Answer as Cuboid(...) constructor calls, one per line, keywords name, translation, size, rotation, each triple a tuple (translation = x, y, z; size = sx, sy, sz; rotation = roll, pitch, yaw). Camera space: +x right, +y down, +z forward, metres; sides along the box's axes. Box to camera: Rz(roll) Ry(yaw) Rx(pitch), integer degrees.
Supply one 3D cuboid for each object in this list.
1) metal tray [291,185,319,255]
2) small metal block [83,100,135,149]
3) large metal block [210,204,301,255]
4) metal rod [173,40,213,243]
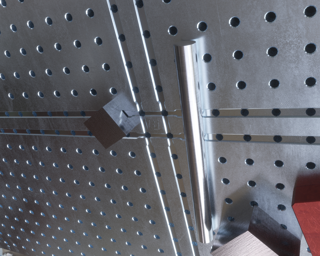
Cuboid(name="metal tray", translation=(0.223, 0.126, 0.368), size=(0.090, 0.030, 0.130), rotation=(-16, 111, 34))
Cuboid(name="small metal block", translation=(-0.073, -0.004, 0.445), size=(0.050, 0.025, 0.050), rotation=(-33, 101, 38))
Cuboid(name="large metal block", translation=(0.131, 0.165, 0.427), size=(0.080, 0.050, 0.080), rotation=(39, 129, 1))
Cuboid(name="metal rod", translation=(0.048, 0.038, 0.407), size=(0.025, 0.025, 0.298), rotation=(5, 121, 25))
